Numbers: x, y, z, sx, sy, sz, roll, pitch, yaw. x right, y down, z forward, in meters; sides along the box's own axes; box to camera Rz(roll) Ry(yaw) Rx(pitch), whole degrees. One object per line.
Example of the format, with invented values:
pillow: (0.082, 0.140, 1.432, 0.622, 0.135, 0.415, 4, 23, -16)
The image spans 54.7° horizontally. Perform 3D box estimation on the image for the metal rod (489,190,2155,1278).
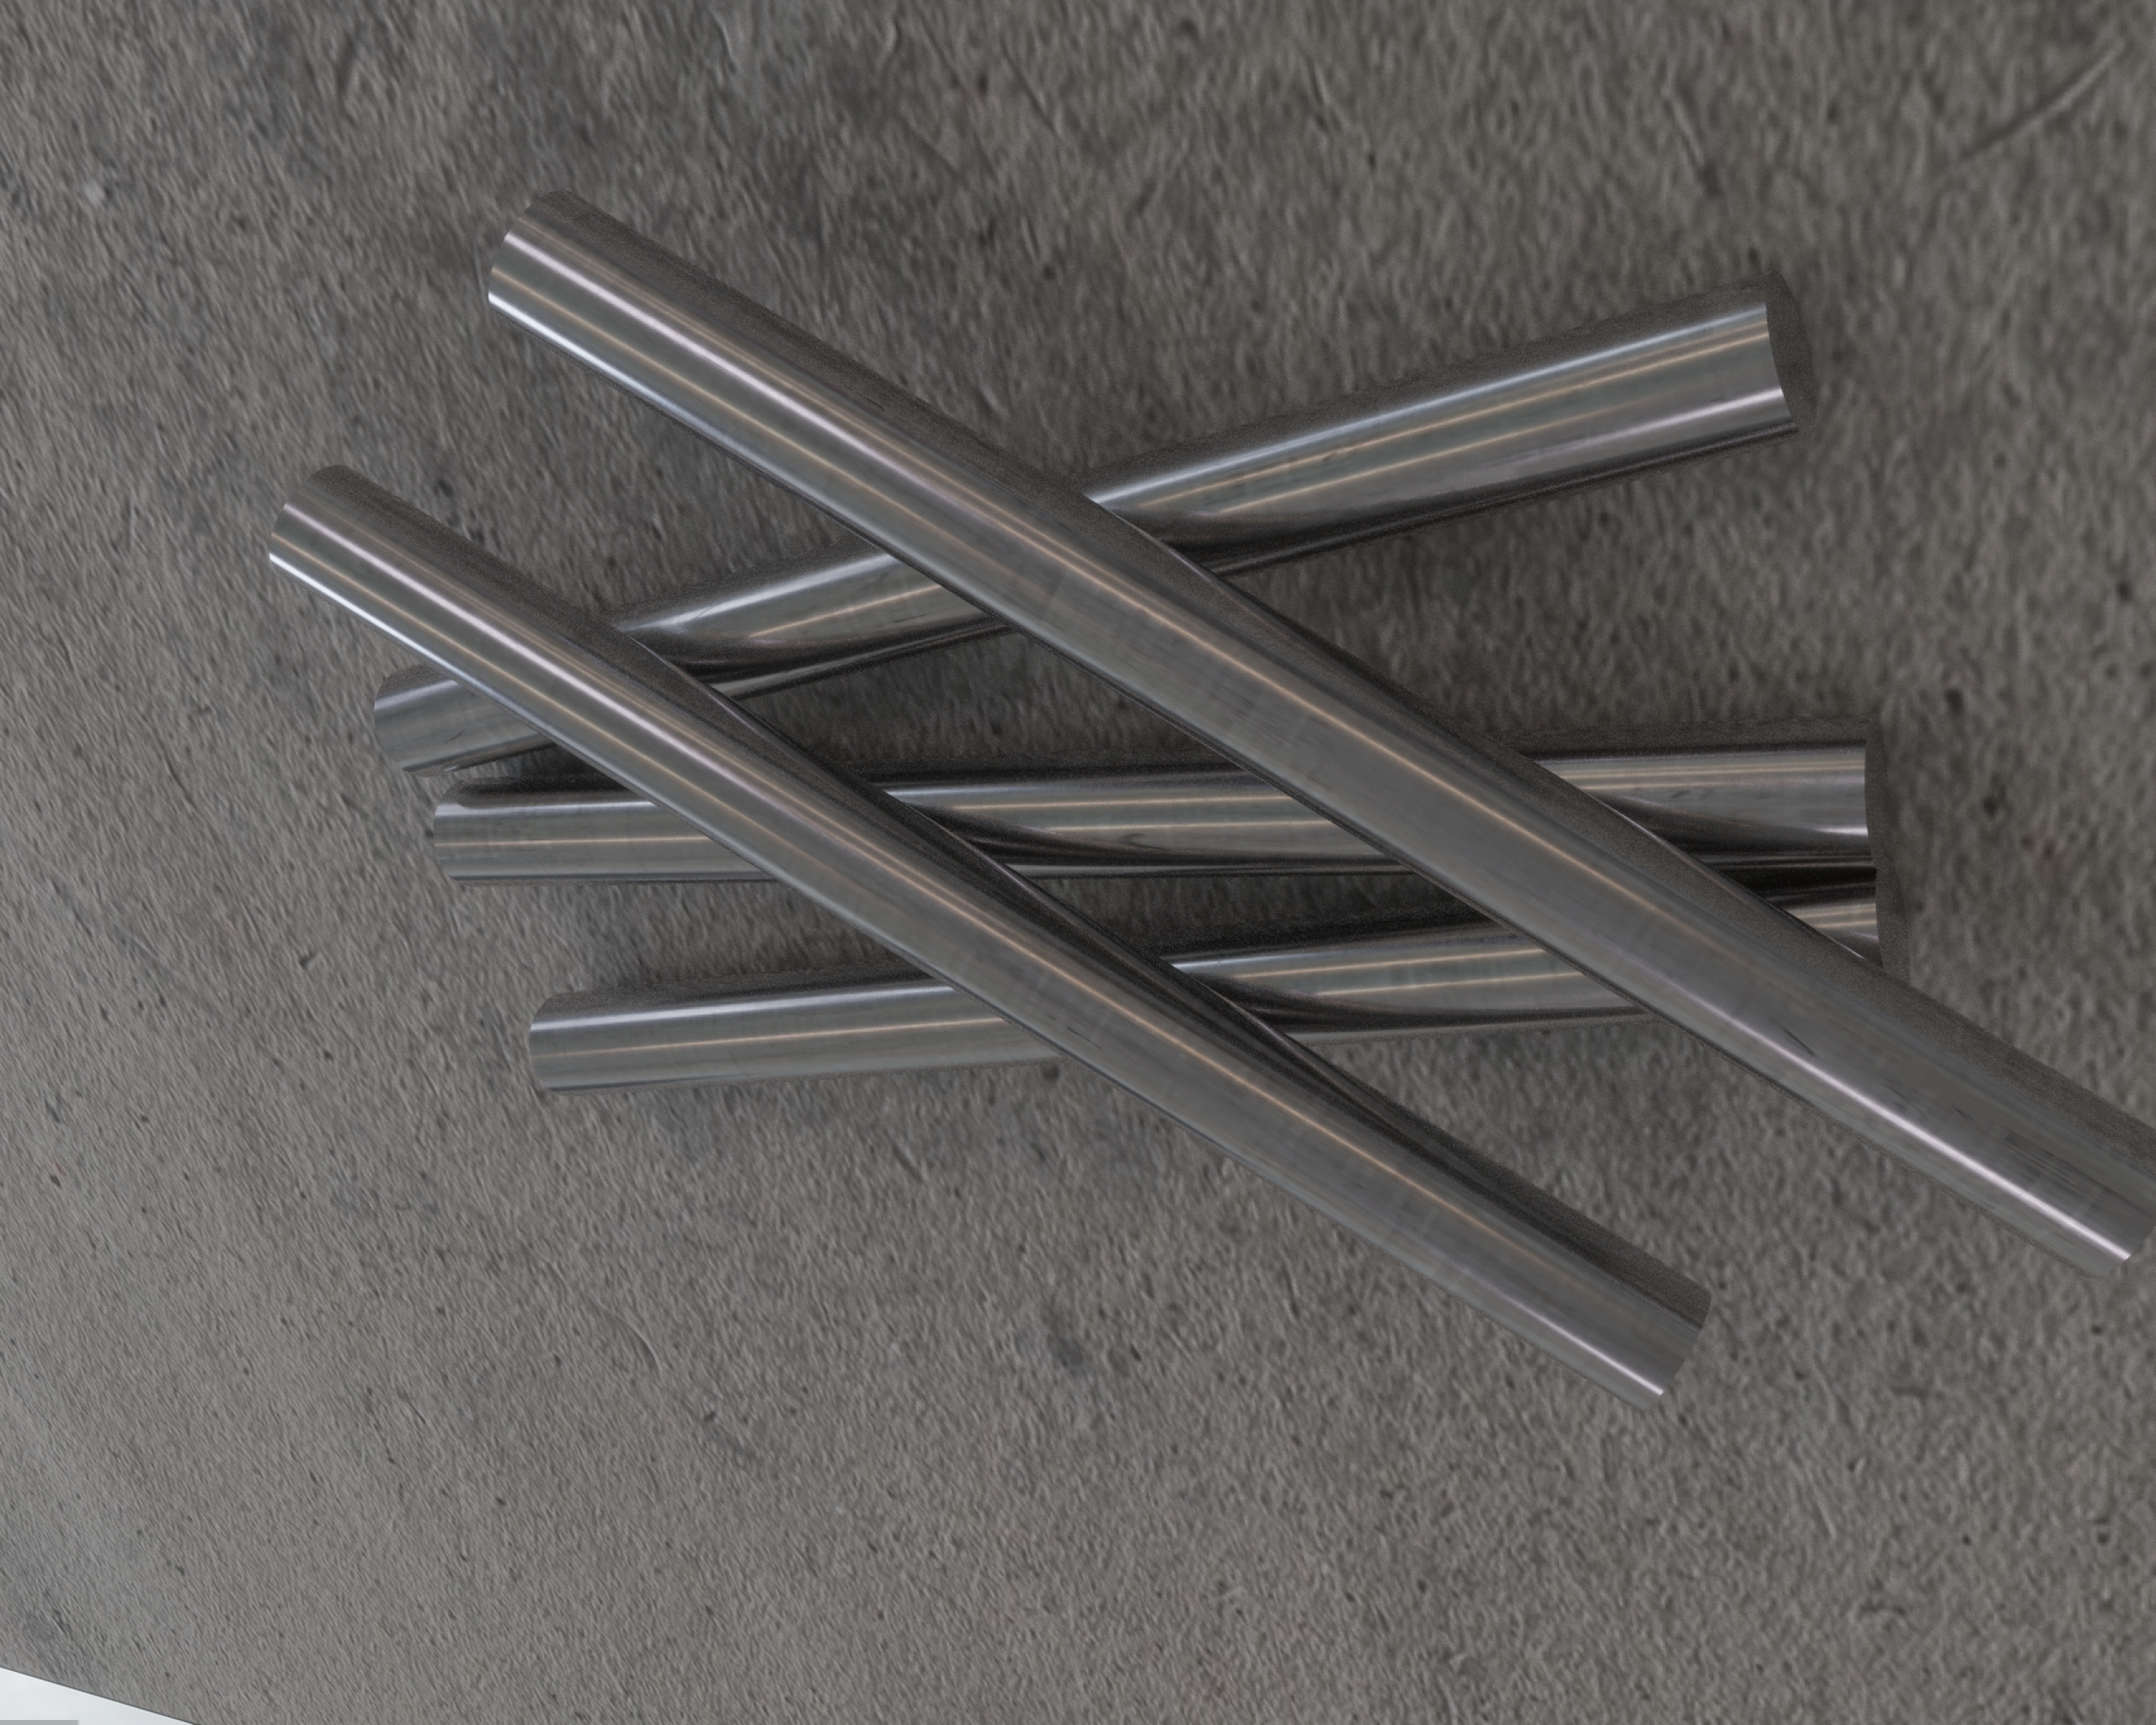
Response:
metal rod: (0.034, -0.025, 0.339, 0.301, 0.025, 0.025, 32, 129, 7)

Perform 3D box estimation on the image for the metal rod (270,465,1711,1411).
metal rod: (-0.022, 0.010, 0.390, 0.301, 0.025, 0.025, 31, 128, 8)

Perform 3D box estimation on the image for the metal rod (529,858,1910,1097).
metal rod: (0.006, 0.027, 0.420, 0.300, 0.025, 0.025, -7, 115, 31)

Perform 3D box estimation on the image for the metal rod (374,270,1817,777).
metal rod: (-0.021, -0.053, 0.385, 0.300, 0.025, 0.025, -10, 114, 32)

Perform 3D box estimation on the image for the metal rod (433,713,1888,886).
metal rod: (-0.005, -0.009, 0.403, 0.300, 0.025, 0.025, -1, 118, 28)
